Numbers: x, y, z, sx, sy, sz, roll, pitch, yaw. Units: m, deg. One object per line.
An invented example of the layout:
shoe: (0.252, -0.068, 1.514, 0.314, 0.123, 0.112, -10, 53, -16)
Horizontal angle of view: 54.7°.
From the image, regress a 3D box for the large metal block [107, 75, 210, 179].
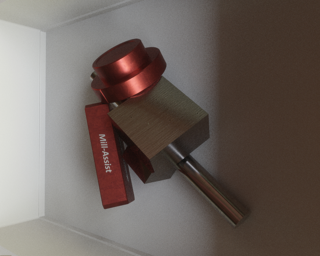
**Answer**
large metal block: (0.000, -0.002, 0.361, 0.080, 0.050, 0.080, -37, 58, -14)

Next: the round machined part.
round machined part: (-0.045, -0.077, 0.390, 0.098, 0.098, 0.042, -2, 129, 39)

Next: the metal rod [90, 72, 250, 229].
metal rod: (-0.005, 0.009, 0.407, 0.300, 0.025, 0.025, 44, 116, 30)

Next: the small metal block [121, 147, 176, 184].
small metal block: (-0.012, 0.042, 0.396, 0.050, 0.050, 0.025, 45, 117, 30)

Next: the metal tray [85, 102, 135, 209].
metal tray: (-0.065, 0.038, 0.416, 0.030, 0.090, 0.129, -12, 80, -2)
